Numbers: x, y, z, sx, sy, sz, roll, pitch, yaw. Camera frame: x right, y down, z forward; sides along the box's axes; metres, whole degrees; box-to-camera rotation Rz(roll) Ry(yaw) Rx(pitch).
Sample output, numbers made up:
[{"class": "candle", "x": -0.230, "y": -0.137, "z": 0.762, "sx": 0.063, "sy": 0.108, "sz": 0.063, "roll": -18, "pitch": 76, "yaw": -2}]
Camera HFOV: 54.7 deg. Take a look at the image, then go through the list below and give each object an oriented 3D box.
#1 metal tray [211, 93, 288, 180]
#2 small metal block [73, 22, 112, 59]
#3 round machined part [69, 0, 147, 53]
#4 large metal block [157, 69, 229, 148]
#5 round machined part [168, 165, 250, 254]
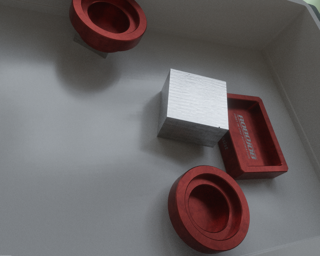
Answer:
[{"class": "metal tray", "x": 0.130, "y": 0.011, "z": 0.468, "sx": 0.091, "sy": 0.030, "sz": 0.130, "roll": 3, "pitch": 60, "yaw": -27}, {"class": "small metal block", "x": -0.087, "y": -0.135, "z": 0.442, "sx": 0.050, "sy": 0.025, "sz": 0.050, "roll": 29, "pitch": 52, "yaw": -11}, {"class": "round machined part", "x": -0.071, "y": -0.139, "z": 0.411, "sx": 0.099, "sy": 0.042, "sz": 0.098, "roll": 14, "pitch": 56, "yaw": -21}, {"class": "large metal block", "x": 0.044, "y": -0.026, "z": 0.423, "sx": 0.081, "sy": 0.050, "sz": 0.080, "roll": 12, "pitch": 56, "yaw": -10}, {"class": "round machined part", "x": 0.053, "y": 0.097, "z": 0.366, "sx": 0.099, "sy": 0.042, "sz": 0.098, "roll": 14, "pitch": 56, "yaw": -21}]
